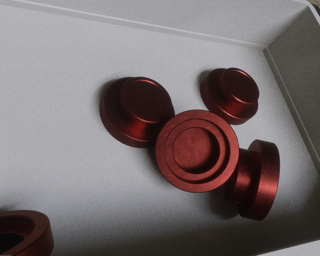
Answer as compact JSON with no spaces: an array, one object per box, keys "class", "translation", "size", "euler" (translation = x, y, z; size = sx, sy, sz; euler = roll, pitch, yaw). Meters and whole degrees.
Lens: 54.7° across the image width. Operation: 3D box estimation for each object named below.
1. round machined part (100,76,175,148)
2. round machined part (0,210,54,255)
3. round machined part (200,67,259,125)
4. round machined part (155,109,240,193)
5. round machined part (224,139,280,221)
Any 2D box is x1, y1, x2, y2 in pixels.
[{"class":"round machined part","translation":[-0.024,-0.027,0.398],"size":[0.099,0.042,0.098],"euler":[14,56,-21]},{"class":"round machined part","translation":[-0.132,0.104,0.235],"size":[0.099,0.098,0.042],"euler":[-14,102,-34]},{"class":"round machined part","translation":[0.117,-0.057,0.492],"size":[0.099,0.042,0.098],"euler":[14,56,-21]},{"class":"round machined part","translation":[0.044,0.027,0.381],"size":[0.099,0.042,0.097],"euler":[0,90,0]},{"class":"round machined part","translation":[0.109,0.061,0.385],"size":[0.042,0.097,0.098],"euler":[12,54,3]}]
